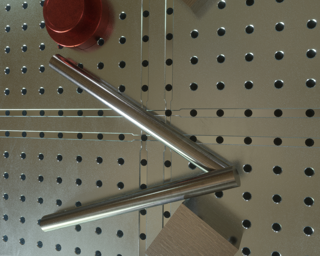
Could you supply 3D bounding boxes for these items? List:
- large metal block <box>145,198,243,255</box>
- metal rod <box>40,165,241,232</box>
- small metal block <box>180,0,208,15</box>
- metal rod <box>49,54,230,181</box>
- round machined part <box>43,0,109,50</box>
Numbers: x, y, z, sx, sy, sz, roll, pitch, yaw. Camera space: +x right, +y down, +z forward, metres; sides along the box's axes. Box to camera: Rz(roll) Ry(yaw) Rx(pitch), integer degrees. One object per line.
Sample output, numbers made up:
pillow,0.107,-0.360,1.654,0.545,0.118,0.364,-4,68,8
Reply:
large metal block,0.043,0.143,0.384,0.080,0.050,0.080,38,102,15
metal rod,-0.043,0.100,0.412,0.300,0.025,0.025,-19,84,24
small metal block,0.043,-0.185,0.397,0.050,0.025,0.050,-45,77,14
metal rod,-0.037,-0.021,0.424,0.300,0.025,0.025,33,101,16
round machined part,-0.127,-0.166,0.447,0.098,0.042,0.097,0,90,19
